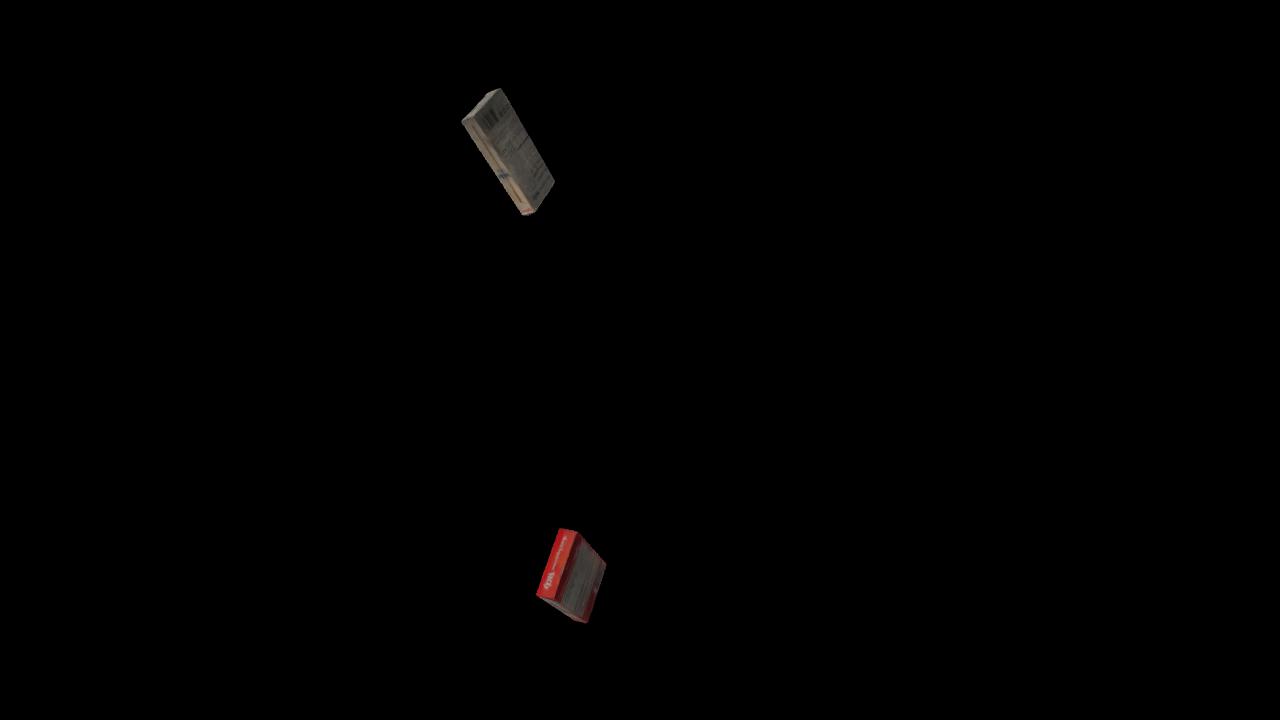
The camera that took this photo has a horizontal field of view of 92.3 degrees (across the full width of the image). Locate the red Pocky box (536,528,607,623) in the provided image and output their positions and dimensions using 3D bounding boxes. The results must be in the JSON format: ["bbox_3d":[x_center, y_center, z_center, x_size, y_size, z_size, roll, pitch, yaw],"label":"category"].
[{"bbox_3d":[-0.083,0.274,0.775,0.028,0.083,0.155,10,-30,18],"label":"red Pocky box"}]

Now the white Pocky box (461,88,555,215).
[{"bbox_3d":[-0.181,-0.292,0.870,0.028,0.084,0.154,-6,-46,30],"label":"white Pocky box"}]
